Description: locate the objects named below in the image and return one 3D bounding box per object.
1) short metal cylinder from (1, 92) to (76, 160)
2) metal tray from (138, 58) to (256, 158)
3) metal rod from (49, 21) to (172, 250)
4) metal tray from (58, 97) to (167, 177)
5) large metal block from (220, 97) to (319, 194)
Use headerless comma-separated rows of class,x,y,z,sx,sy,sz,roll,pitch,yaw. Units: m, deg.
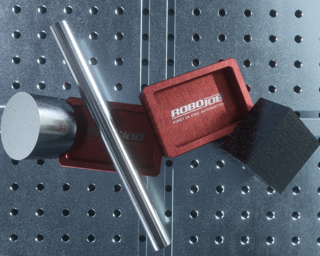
short metal cylinder,-0.150,-0.001,0.381,0.080,0.050,0.080,-3,85,34
metal tray,0.050,-0.026,0.392,0.131,0.030,0.090,-21,90,-17
metal rod,-0.061,0.009,0.383,0.025,0.025,0.299,-25,90,0
metal tray,-0.060,0.011,0.410,0.131,0.030,0.089,7,90,0
large metal block,0.137,0.022,0.384,0.080,0.050,0.080,38,90,-31
